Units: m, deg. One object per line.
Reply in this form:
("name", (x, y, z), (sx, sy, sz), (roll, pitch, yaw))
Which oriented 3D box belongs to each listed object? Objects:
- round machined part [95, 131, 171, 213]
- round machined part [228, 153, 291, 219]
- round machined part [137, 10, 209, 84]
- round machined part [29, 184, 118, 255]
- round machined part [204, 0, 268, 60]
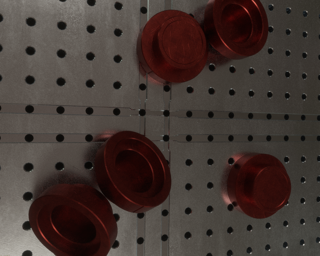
("round machined part", (-0.036, 0.056, 0.374), (0.098, 0.042, 0.098), (29, 41, -29))
("round machined part", (0.155, 0.087, 0.463), (0.099, 0.042, 0.097), (0, 90, -20))
("round machined part", (0.022, -0.109, 0.413), (0.099, 0.042, 0.097), (0, 90, -20))
("round machined part", (-0.093, 0.103, 0.352), (0.098, 0.042, 0.097), (7, 118, 15))
("round machined part", (0.102, -0.145, 0.438), (0.099, 0.042, 0.097), (2, 86, -28))
